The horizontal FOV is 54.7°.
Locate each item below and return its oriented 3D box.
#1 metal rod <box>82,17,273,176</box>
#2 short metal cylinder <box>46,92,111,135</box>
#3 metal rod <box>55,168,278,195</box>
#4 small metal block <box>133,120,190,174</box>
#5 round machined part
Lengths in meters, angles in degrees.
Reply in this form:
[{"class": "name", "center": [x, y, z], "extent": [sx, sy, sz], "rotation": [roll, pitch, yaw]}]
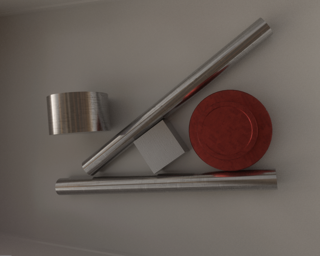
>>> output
[{"class": "metal rod", "center": [0.012, -0.031, 0.404], "extent": [0.300, 0.025, 0.025], "rotation": [-38, 78, 15]}, {"class": "short metal cylinder", "center": [-0.109, -0.018, 0.417], "extent": [0.080, 0.080, 0.050], "rotation": [-5, 89, 19]}, {"class": "metal rod", "center": [-0.006, 0.073, 0.410], "extent": [0.301, 0.025, 0.025], "rotation": [-6, 88, 19]}, {"class": "small metal block", "center": [0.002, 0.024, 0.407], "extent": [0.050, 0.025, 0.050], "rotation": [-37, 79, 16]}, {"class": "round machined part", "center": [0.082, 0.003, 0.369], "extent": [0.098, 0.042, 0.097], "rotation": [0, 90, 19]}]
